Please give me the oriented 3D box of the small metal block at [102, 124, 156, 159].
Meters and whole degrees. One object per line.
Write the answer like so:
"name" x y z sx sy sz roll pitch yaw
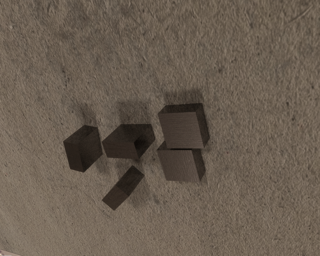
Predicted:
"small metal block" -0.042 0.017 0.422 0.050 0.050 0.025 0 118 28

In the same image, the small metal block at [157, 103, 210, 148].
"small metal block" 0.030 -0.002 0.388 0.050 0.025 0.050 -2 118 28

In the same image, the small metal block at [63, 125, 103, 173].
"small metal block" -0.115 0.031 0.468 0.025 0.050 0.050 10 123 23

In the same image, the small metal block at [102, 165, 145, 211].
"small metal block" -0.056 0.092 0.475 0.025 0.050 0.050 41 129 0

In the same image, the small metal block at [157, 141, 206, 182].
"small metal block" 0.029 0.044 0.418 0.050 0.025 0.050 -3 117 29
